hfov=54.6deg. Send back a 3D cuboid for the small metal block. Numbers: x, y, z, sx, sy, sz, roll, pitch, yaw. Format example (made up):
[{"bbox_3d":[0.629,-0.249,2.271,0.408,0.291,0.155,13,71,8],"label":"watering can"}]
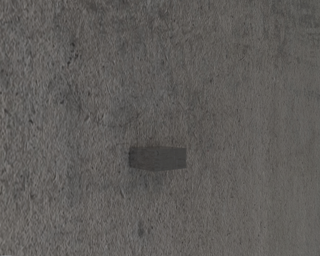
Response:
[{"bbox_3d":[-0.003,0.037,0.385,0.050,0.050,0.025,0,90,-40],"label":"small metal block"}]
